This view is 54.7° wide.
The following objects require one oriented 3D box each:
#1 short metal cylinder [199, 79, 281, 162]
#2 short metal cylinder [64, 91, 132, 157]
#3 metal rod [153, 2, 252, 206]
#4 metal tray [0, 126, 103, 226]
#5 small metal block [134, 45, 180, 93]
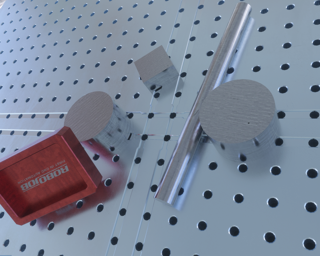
[{"bbox_3d":[0.091,-0.008,0.349,0.080,0.050,0.080,-13,56,21],"label":"short metal cylinder"},{"bbox_3d":[-0.088,-0.005,0.442,0.080,0.050,0.080,-13,56,21],"label":"short metal cylinder"},{"bbox_3d":[0.063,-0.044,0.402,0.025,0.025,0.300,12,67,33],"label":"metal rod"},{"bbox_3d":[-0.155,0.065,0.408,0.130,0.090,0.030,-26,16,12],"label":"metal tray"},{"bbox_3d":[-0.005,-0.089,0.466,0.050,0.025,0.050,-30,52,8],"label":"small metal block"}]
